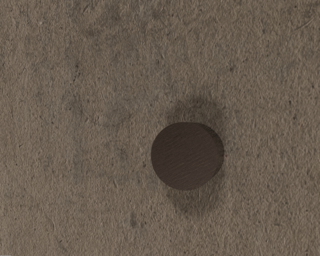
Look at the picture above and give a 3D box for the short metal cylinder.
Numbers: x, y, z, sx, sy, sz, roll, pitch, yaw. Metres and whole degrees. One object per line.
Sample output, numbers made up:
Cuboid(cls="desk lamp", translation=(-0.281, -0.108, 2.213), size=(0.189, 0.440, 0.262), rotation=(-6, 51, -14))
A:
Cuboid(cls="short metal cylinder", translation=(0.035, 0.033, 0.383), size=(0.080, 0.050, 0.079), rotation=(0, 90, 19))
